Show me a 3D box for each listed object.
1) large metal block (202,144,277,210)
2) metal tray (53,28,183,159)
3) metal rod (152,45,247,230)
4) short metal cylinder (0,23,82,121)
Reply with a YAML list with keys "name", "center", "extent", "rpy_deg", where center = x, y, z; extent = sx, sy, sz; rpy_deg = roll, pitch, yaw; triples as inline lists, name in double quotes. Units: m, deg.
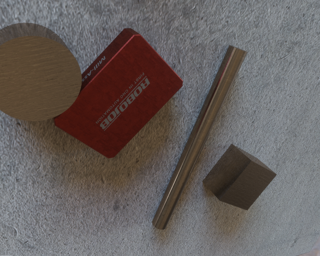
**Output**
- name: "large metal block"
  center: [0.133, 0.083, 0.518]
  extent: [0.080, 0.050, 0.080]
  rpy_deg: [27, 103, -38]
- name: "metal tray"
  center: [-0.047, -0.036, 0.357]
  extent: [0.130, 0.030, 0.090]
  rpy_deg: [-46, 130, 4]
- name: "metal rod"
  center: [0.050, 0.027, 0.452]
  extent: [0.025, 0.025, 0.298]
  rpy_deg: [8, 115, -32]
- name: "short metal cylinder"
  center: [-0.120, -0.053, 0.293]
  extent: [0.081, 0.050, 0.079]
  rpy_deg: [-14, 125, -21]
